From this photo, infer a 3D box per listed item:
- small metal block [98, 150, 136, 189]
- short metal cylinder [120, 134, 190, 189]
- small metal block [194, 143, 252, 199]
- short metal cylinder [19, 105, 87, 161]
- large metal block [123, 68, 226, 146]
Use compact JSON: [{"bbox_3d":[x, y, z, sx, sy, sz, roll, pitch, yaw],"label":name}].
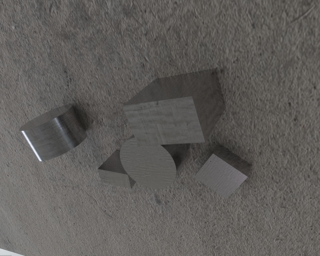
[{"bbox_3d":[-0.054,0.059,0.456,0.050,0.050,0.025,6,122,25],"label":"small metal block"},{"bbox_3d":[-0.006,0.034,0.415,0.080,0.050,0.079,13,124,21],"label":"short metal cylinder"},{"bbox_3d":[0.081,0.056,0.399,0.050,0.025,0.050,34,129,5],"label":"small metal block"},{"bbox_3d":[-0.156,0.006,0.457,0.080,0.080,0.050,-10,114,32],"label":"short metal cylinder"},{"bbox_3d":[0.019,-0.024,0.346,0.080,0.080,0.050,-5,116,30],"label":"large metal block"}]
